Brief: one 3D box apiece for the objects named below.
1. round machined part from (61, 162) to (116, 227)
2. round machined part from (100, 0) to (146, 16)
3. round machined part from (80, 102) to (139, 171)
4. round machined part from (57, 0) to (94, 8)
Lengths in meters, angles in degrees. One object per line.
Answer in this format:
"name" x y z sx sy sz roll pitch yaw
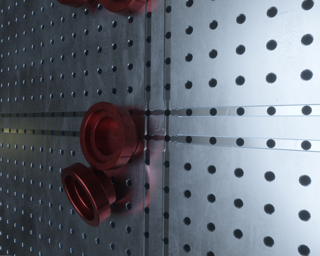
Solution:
"round machined part" -0.103 0.095 0.466 0.098 0.042 0.097 28 133 36
"round machined part" -0.058 -0.216 0.444 0.098 0.042 0.097 0 90 39
"round machined part" -0.070 0.012 0.453 0.098 0.042 0.097 -1 88 39
"round machined part" -0.129 -0.244 0.501 0.098 0.042 0.097 0 90 40
